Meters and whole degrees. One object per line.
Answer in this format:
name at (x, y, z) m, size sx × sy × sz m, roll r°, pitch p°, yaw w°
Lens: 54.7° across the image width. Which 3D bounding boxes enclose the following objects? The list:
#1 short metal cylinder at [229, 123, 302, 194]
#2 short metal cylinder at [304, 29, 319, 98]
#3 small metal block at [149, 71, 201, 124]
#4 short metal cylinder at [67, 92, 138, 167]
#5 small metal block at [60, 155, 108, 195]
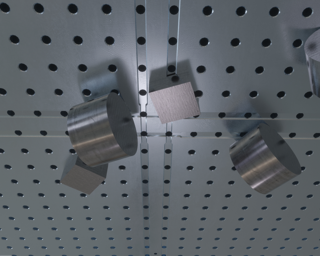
short metal cylinder at (0.139, 0.040, 0.411) m, size 0.080 × 0.080 × 0.050 m, roll 32°, pitch 123°, yaw -24°
short metal cylinder at (0.195, -0.070, 0.318) m, size 0.080 × 0.080 × 0.050 m, roll -19°, pitch 128°, yaw 15°
small metal block at (0.018, -0.037, 0.380) m, size 0.050 × 0.025 × 0.050 m, roll -14°, pitch 129°, yaw 11°
short metal cylinder at (-0.067, 0.002, 0.377) m, size 0.050 × 0.080 × 0.080 m, roll -18°, pitch 128°, yaw 14°
small metal block at (-0.115, 0.070, 0.470) m, size 0.050 × 0.025 × 0.050 m, roll 30°, pitch 124°, yaw -23°
